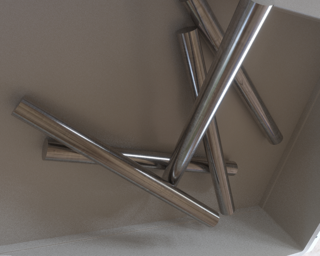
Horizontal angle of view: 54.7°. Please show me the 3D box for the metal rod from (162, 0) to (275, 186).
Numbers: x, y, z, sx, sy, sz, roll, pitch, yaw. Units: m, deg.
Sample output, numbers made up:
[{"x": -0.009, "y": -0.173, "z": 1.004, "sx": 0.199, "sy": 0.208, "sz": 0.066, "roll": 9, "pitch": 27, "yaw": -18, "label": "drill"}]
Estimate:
[{"x": 0.041, "y": -0.004, "z": 0.343, "sx": 0.025, "sy": 0.025, "sz": 0.298, "roll": -9, "pitch": 144, "yaw": -24, "label": "metal rod"}]

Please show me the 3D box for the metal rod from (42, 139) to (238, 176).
[{"x": -0.005, "y": 0.046, "z": 0.433, "sx": 0.302, "sy": 0.025, "sz": 0.025, "roll": 10, "pitch": 114, "yaw": -33, "label": "metal rod"}]

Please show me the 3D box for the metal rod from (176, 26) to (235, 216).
[{"x": 0.070, "y": 0.010, "z": 0.430, "sx": 0.025, "sy": 0.025, "sz": 0.298, "roll": -25, "pitch": 121, "yaw": -13, "label": "metal rod"}]

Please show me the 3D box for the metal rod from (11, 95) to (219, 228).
[{"x": -0.034, "y": 0.054, "z": 0.382, "sx": 0.301, "sy": 0.025, "sz": 0.025, "roll": 35, "pitch": 99, "yaw": -26, "label": "metal rod"}]

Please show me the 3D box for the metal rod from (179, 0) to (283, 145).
[{"x": 0.114, "y": -0.064, "z": 0.431, "sx": 0.025, "sy": 0.025, "sz": 0.300, "roll": -44, "pitch": 129, "yaw": 2, "label": "metal rod"}]
